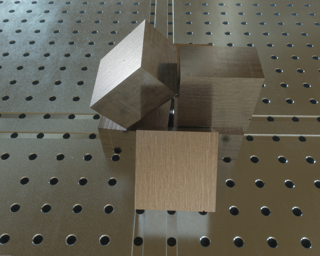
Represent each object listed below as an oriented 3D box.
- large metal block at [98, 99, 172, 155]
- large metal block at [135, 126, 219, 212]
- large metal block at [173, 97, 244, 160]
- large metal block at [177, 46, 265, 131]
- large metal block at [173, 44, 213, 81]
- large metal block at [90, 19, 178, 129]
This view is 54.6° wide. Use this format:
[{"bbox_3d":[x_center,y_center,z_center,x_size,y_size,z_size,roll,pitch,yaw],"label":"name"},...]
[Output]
[{"bbox_3d":[-0.027,-0.011,0.401,0.080,0.050,0.080,5,50,4],"label":"large metal block"},{"bbox_3d":[0.017,0.041,0.331,0.080,0.050,0.080,2,95,1],"label":"large metal block"},{"bbox_3d":[0.058,-0.008,0.398,0.080,0.050,0.080,2,50,2],"label":"large metal block"},{"bbox_3d":[0.061,-0.042,0.343,0.080,0.080,0.050,1,50,1],"label":"large metal block"},{"bbox_3d":[0.027,-0.081,0.431,0.080,0.080,0.050,2,89,1],"label":"large metal block"},{"bbox_3d":[-0.027,-0.058,0.345,0.080,0.050,0.080,-31,40,33],"label":"large metal block"}]
